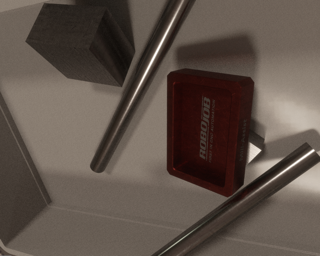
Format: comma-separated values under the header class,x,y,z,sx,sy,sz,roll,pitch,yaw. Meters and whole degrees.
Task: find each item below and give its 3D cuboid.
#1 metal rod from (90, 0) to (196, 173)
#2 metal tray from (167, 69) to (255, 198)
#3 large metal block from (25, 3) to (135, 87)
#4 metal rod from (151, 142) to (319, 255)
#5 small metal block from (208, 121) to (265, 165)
class,x,y,z,sx,sy,sz,roll,pitch,yaw
metal rod,-0.037,-0.036,0.404,0.025,0.025,0.298,36,129,4
metal tray,0.052,0.003,0.351,0.090,0.030,0.129,16,117,36
large metal block,-0.086,-0.092,0.353,0.080,0.050,0.080,12,164,21
metal rod,0.059,0.120,0.375,0.299,0.025,0.025,-41,96,15
small metal block,0.088,0.021,0.375,0.050,0.025,0.050,35,129,4
